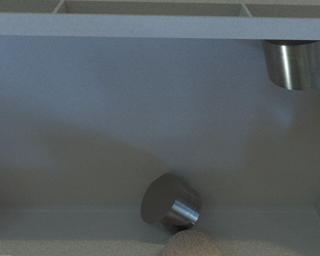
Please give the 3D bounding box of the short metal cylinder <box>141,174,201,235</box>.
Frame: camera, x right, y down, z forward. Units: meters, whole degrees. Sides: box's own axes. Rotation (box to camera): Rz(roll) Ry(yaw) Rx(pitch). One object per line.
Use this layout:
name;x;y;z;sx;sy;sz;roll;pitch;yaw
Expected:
short metal cylinder;0.016;0.118;0.474;0.050;0.080;0.080;37;121;-27

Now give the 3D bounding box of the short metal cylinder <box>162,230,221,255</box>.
short metal cylinder;0.043;0.192;0.436;0.081;0.080;0.050;1;142;-1

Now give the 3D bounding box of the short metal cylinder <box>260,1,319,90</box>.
short metal cylinder;0.145;-0.082;0.306;0.080;0.080;0.050;-17;128;13
